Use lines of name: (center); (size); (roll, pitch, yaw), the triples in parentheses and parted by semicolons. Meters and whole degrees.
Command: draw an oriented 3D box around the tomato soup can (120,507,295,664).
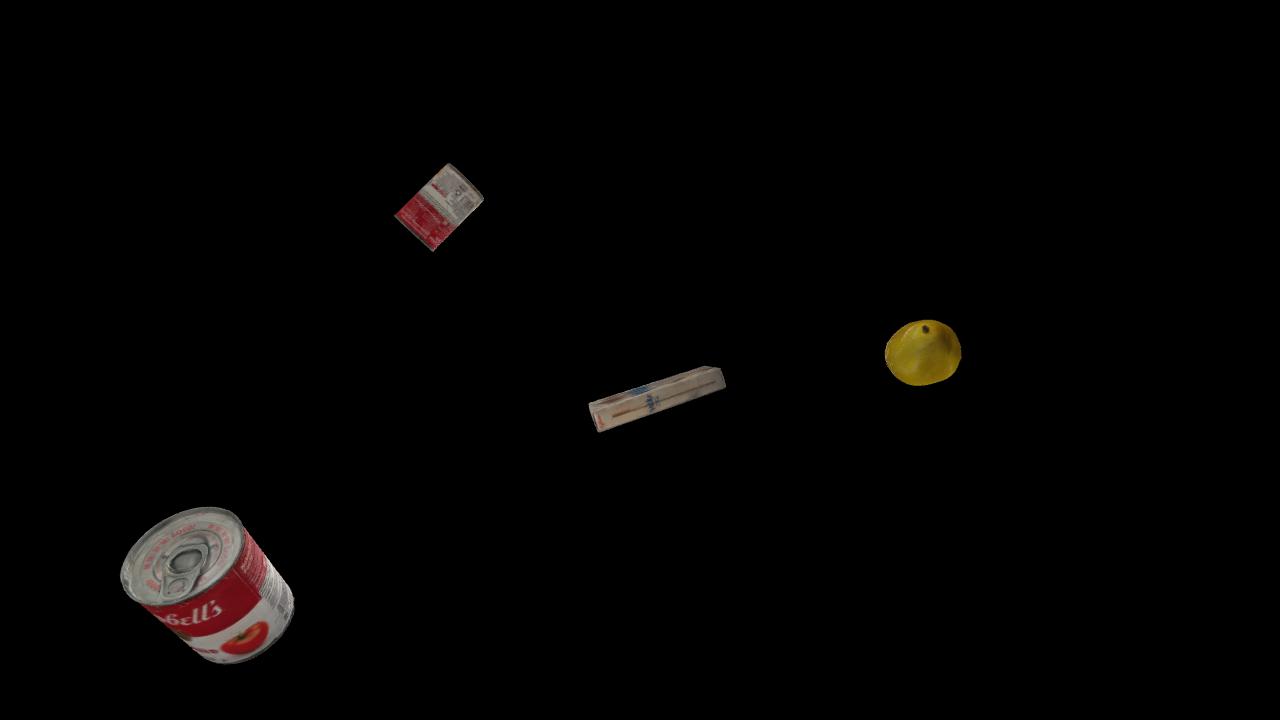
tomato soup can: (-0.288, 0.156, 0.419); (0.068, 0.101, 0.068); (2, 45, -2)

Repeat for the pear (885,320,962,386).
pear: (0.318, -0.020, 0.683); (0.080, 0.080, 0.111); (0, -28, 11)

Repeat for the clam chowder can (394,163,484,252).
clam chowder can: (-0.270, -0.207, 0.832); (0.068, 0.102, 0.068); (43, -4, 4)

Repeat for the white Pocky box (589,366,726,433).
white Pocky box: (0.017, 0.043, 0.719); (0.154, 0.028, 0.084); (-18, 4, -6)
